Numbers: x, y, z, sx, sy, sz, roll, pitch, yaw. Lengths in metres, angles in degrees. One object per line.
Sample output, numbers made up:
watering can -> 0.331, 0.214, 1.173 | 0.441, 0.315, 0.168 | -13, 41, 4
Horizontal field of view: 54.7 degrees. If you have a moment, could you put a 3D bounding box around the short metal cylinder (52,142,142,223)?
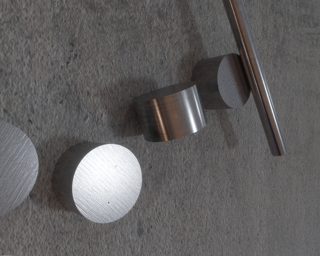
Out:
short metal cylinder -> -0.067, 0.056, 0.333 | 0.081, 0.050, 0.079 | 0, 90, -40

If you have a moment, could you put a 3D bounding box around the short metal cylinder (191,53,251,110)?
short metal cylinder -> 0.093, -0.068, 0.466 | 0.081, 0.050, 0.079 | 0, 90, -40

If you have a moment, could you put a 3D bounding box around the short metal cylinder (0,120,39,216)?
short metal cylinder -> -0.152, 0.032, 0.261 | 0.081, 0.050, 0.079 | 0, 90, -40

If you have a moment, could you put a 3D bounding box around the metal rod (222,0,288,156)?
metal rod -> 0.136, -0.091, 0.452 | 0.025, 0.025, 0.299 | -37, 113, -34

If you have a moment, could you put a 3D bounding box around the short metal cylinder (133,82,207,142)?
short metal cylinder -> 0.013, -0.021, 0.379 | 0.081, 0.080, 0.050 | -27, 107, -37
